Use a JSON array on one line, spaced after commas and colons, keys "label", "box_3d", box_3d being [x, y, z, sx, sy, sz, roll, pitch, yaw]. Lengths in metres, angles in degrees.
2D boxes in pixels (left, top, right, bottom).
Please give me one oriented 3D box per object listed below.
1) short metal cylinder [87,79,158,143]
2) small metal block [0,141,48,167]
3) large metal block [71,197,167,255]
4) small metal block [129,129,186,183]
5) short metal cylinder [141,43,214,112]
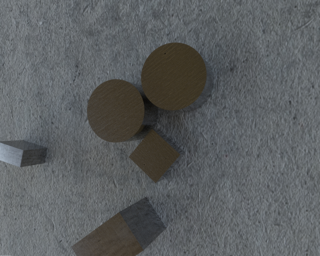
[{"label": "short metal cylinder", "box_3d": [-0.048, -0.022, 0.412, 0.080, 0.050, 0.079, 0, 90, 19]}, {"label": "small metal block", "box_3d": [-0.209, 0.037, 0.468, 0.050, 0.050, 0.025, 14, 95, 19]}, {"label": "large metal block", "box_3d": [-0.049, 0.139, 0.396, 0.080, 0.080, 0.050, -38, 78, 16]}, {"label": "small metal block", "box_3d": [-0.004, 0.036, 0.409, 0.050, 0.025, 0.050, 43, 103, 14]}, {"label": "short metal cylinder", "box_3d": [0.023, -0.061, 0.387, 0.080, 0.050, 0.079, 0, 90, 19]}]
